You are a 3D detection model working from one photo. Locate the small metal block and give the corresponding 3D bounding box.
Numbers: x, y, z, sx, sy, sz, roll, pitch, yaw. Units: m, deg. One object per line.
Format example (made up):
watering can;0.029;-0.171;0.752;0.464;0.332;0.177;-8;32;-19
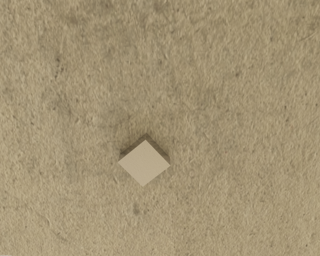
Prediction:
small metal block;-0.021;0.044;0.426;0.050;0.025;0.050;-39;106;13
